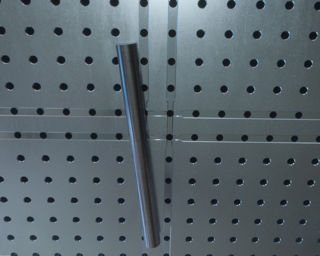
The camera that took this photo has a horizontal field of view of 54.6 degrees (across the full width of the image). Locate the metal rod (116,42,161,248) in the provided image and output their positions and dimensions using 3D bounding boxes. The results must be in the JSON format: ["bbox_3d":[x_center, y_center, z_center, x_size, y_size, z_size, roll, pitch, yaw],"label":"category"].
[{"bbox_3d":[-0.026,0.037,0.426,0.025,0.025,0.298,-5,110,2],"label":"metal rod"}]
